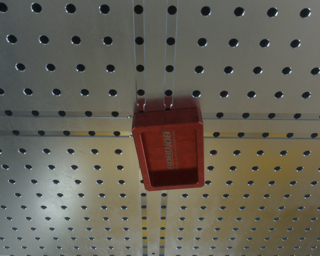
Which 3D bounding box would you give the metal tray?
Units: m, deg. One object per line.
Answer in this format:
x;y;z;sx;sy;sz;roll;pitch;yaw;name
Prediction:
0.016;0.035;0.438;0.091;0.030;0.129;-5;130;4;metal tray
